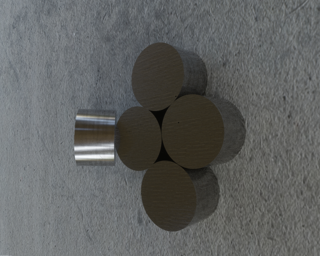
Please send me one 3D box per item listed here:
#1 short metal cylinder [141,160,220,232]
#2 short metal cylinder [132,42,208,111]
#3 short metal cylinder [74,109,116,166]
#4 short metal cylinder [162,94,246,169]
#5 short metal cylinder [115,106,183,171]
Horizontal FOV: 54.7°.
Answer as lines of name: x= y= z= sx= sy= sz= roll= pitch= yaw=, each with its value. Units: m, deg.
short metal cylinder: x=0.024 y=0.077 z=0.371 sx=0.080 sy=0.050 sz=0.080 roll=0 pitch=90 yaw=40
short metal cylinder: x=0.011 y=-0.060 z=0.381 sx=0.080 sy=0.050 sz=0.080 roll=0 pitch=90 yaw=40
short metal cylinder: x=-0.088 y=0.014 z=0.436 sx=0.080 sy=0.050 sz=0.080 roll=-177 pitch=88 yaw=-84
short metal cylinder: x=0.049 y=0.004 z=0.350 sx=0.080 sy=0.050 sz=0.080 roll=0 pitch=90 yaw=40
short metal cylinder: x=-0.013 y=0.013 z=0.401 sx=0.080 sy=0.050 sz=0.080 roll=0 pitch=90 yaw=40
